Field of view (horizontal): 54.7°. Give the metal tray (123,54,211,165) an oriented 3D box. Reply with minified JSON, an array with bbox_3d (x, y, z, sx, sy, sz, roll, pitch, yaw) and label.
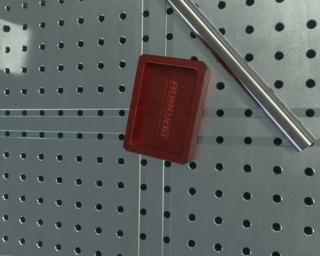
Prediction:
[{"bbox_3d":[0.008,-0.025,0.406,0.090,0.030,0.129,12,94,19],"label":"metal tray"}]

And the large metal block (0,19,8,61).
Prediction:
[{"bbox_3d":[-0.307,-0.147,0.505,0.080,0.050,0.079,15,95,19],"label":"large metal block"}]

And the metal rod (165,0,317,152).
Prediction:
[{"bbox_3d":[0.078,-0.096,0.384,0.025,0.025,0.300,-41,78,15],"label":"metal rod"}]
